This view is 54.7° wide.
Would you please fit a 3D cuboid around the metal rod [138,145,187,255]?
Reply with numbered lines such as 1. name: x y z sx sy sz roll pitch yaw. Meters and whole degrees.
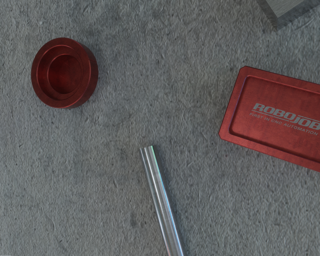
1. metal rod: 0.023 0.169 0.399 0.025 0.025 0.298 -18 84 19

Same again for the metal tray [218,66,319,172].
1. metal tray: 0.144 -0.011 0.355 0.130 0.030 0.089 19 96 18

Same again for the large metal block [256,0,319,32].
1. large metal block: 0.146 -0.170 0.344 0.080 0.050 0.080 -32 80 17

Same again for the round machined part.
1. round machined part: -0.131 -0.076 0.445 0.098 0.042 0.097 0 90 19
